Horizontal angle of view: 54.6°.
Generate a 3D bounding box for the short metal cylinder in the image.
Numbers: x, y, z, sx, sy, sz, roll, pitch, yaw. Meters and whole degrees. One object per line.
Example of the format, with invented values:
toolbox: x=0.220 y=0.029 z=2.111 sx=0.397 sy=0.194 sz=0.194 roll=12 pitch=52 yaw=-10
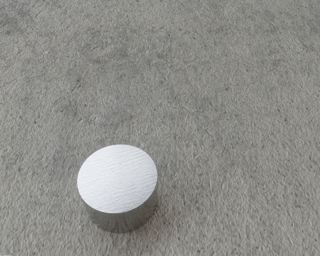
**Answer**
short metal cylinder: x=-0.043 y=0.065 z=0.333 sx=0.080 sy=0.050 sz=0.080 roll=0 pitch=50 yaw=0
